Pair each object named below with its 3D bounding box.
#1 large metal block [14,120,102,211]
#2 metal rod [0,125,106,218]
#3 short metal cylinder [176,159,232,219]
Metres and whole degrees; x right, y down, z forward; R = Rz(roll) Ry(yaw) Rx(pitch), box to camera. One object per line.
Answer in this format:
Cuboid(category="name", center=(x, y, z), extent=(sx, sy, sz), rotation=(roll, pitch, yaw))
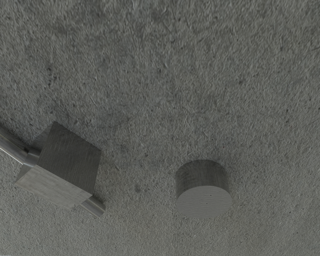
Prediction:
Cuboid(category="large metal block", center=(-0.131, 0.050, 0.413), extent=(0.050, 0.080, 0.080), rotation=(-37, 121, 27))
Cuboid(category="metal rod", center=(-0.185, 0.046, 0.444), extent=(0.025, 0.025, 0.300), rotation=(-27, 126, 21))
Cuboid(category="short metal cylinder", center=(0.064, 0.094, 0.471), extent=(0.081, 0.050, 0.079), rotation=(0, 130, 0))
